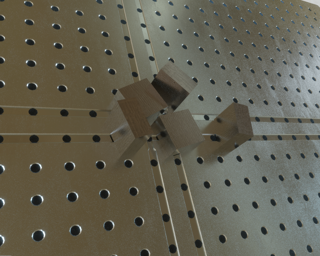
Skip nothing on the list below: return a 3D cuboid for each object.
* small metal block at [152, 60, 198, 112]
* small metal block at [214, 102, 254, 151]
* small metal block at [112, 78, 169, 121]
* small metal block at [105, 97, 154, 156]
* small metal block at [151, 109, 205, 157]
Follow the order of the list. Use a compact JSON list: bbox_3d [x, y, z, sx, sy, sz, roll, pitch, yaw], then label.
[{"bbox_3d":[0.016,-0.057,0.435,0.050,0.050,0.025,41,51,-1],"label":"small metal block"},{"bbox_3d":[0.105,-0.001,0.449,0.025,0.050,0.050,12,57,-22],"label":"small metal block"},{"bbox_3d":[-0.026,-0.033,0.414,0.050,0.025,0.050,-29,78,-37],"label":"small metal block"},{"bbox_3d":[-0.038,-0.001,0.372,0.025,0.050,0.050,-16,70,-34],"label":"small metal block"},{"bbox_3d":[0.025,0.006,0.417,0.050,0.025,0.050,-15,70,-34],"label":"small metal block"}]
